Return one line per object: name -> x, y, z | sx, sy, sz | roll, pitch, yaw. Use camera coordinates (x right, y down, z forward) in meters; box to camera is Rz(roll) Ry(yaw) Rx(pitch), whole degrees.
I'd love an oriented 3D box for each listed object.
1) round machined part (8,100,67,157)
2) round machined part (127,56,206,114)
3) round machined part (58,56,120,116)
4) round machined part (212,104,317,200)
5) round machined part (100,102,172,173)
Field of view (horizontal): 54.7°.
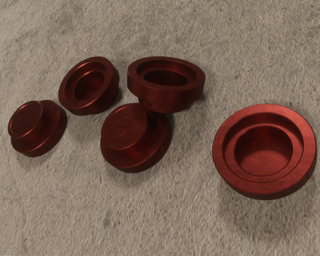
round machined part -> -0.204, -0.005, 0.501 | 0.098, 0.042, 0.098 | -13, 56, 20
round machined part -> 0.007, -0.054, 0.401 | 0.099, 0.042, 0.098 | 4, 35, -3
round machined part -> -0.105, -0.060, 0.483 | 0.098, 0.042, 0.098 | -13, 56, 20
round machined part -> 0.108, 0.027, 0.320 | 0.098, 0.042, 0.098 | -13, 56, 20
round machined part -> -0.038, 0.006, 0.407 | 0.098, 0.042, 0.098 | -13, 56, 20
